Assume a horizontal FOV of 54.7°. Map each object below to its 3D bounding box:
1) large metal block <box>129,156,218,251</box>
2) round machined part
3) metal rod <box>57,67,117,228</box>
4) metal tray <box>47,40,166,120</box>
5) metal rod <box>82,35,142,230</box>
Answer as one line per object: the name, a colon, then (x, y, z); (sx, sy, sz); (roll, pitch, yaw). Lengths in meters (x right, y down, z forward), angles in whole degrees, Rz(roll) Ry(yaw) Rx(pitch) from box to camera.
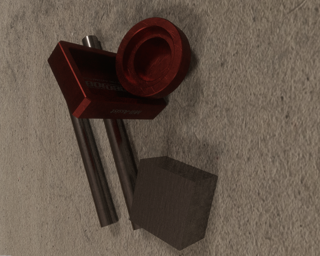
large metal block: (0.015, 0.086, 0.375); (0.080, 0.050, 0.079); (18, 101, 38)
round machined part: (-0.005, -0.084, 0.389); (0.098, 0.042, 0.097); (-4, 82, 32)
metal rod: (-0.125, 0.010, 0.504); (0.025, 0.025, 0.299); (-31, 71, 35)
metal tray: (-0.061, -0.055, 0.384); (0.030, 0.131, 0.090); (-45, 64, 31)
metal rod: (-0.068, -0.002, 0.458); (0.025, 0.025, 0.299); (-28, 73, 36)
